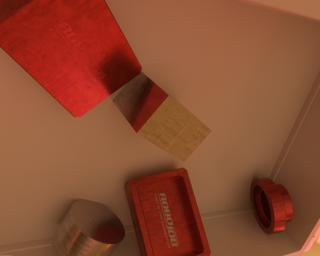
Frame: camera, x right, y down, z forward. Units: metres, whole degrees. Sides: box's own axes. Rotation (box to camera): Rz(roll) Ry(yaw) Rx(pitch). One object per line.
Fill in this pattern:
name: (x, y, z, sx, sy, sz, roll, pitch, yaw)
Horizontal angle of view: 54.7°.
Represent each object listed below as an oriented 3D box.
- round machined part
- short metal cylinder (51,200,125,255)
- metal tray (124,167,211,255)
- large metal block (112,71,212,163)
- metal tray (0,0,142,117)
round machined part: (0.202, 0.137, 0.555, 0.042, 0.098, 0.097, -8, 124, -5)
short metal cylinder: (-0.094, 0.142, 0.411, 0.080, 0.080, 0.050, 25, 105, -37)
metal tray: (0.010, 0.129, 0.437, 0.091, 0.129, 0.030, -10, 166, -24)
large metal block: (0.001, -0.015, 0.366, 0.050, 0.080, 0.080, -50, 129, 7)
metal tray: (-0.081, -0.076, 0.292, 0.090, 0.030, 0.130, -37, 146, -3)
